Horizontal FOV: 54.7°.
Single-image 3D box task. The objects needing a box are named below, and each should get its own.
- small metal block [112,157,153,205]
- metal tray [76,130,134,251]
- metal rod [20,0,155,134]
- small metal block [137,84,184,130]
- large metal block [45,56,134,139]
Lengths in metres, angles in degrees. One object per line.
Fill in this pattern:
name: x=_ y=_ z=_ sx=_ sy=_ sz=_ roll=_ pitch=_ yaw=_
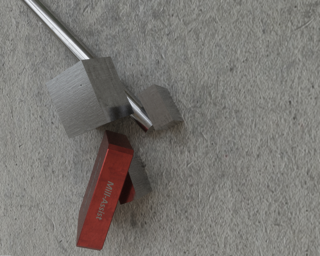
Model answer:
small metal block: x=-0.038 y=0.068 z=0.408 sx=0.025 sy=0.050 sz=0.050 roll=-22 pitch=83 yaw=18
metal tray: x=-0.073 y=0.075 z=0.398 sx=0.030 sy=0.090 sz=0.129 roll=17 pitch=97 yaw=-15
metal rod: x=-0.110 y=-0.105 z=0.446 sx=0.300 sy=0.025 sz=0.025 roll=46 pitch=104 yaw=14
small metal block: x=0.002 y=-0.025 z=0.394 sx=0.025 sy=0.050 sz=0.050 roll=-30 pitch=81 yaw=17
large metal block: x=-0.093 y=-0.039 z=0.408 sx=0.080 sy=0.050 sz=0.080 roll=-19 pitch=94 yaw=38
